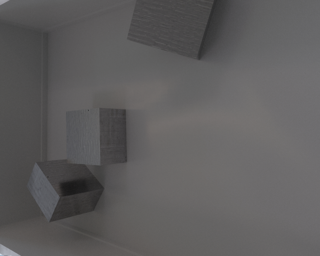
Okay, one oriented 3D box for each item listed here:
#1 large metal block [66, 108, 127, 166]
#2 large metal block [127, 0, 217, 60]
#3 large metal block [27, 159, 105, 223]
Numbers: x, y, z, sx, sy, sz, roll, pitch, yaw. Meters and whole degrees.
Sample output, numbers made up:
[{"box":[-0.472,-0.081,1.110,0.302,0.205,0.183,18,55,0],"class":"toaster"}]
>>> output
[{"box":[-0.097,0.013,0.471,0.080,0.050,0.080,-2,89,40],"class":"large metal block"},{"box":[0.016,-0.128,0.355,0.080,0.050,0.079,18,103,7],"class":"large metal block"},{"box":[-0.151,0.095,0.496,0.080,0.081,0.050,42,115,32],"class":"large metal block"}]
